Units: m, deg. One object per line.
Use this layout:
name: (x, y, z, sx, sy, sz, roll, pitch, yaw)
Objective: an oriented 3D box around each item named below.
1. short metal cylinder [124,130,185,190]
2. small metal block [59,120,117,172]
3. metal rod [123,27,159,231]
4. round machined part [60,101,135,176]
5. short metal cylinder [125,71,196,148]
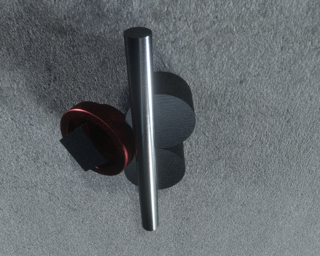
short metal cylinder: (-0.007, 0.040, 0.426, 0.081, 0.050, 0.079, 0, 129, 0)
small metal block: (-0.085, 0.021, 0.372, 0.050, 0.025, 0.050, -25, 106, 43)
metal rod: (-0.017, 0.030, 0.369, 0.025, 0.025, 0.298, -1, 130, 0)
round machined part: (-0.072, 0.009, 0.388, 0.098, 0.042, 0.097, 18, 131, 22)
short metal cylinder: (0.001, -0.022, 0.374, 0.081, 0.050, 0.079, 0, 130, 0)
